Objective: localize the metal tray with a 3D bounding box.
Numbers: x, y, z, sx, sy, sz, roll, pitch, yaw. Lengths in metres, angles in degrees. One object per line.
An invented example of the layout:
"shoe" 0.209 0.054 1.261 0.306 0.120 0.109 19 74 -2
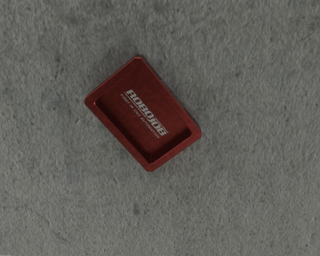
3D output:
"metal tray" -0.020 -0.017 0.400 0.090 0.030 0.130 -37 106 12
